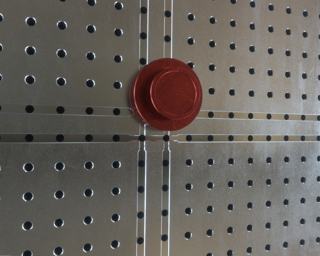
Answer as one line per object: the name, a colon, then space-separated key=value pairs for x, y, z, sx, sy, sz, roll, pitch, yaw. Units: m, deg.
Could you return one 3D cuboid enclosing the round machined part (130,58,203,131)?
round machined part: x=0.013 y=-0.044 z=0.410 sx=0.099 sy=0.042 sz=0.097 roll=0 pitch=90 yaw=-21
